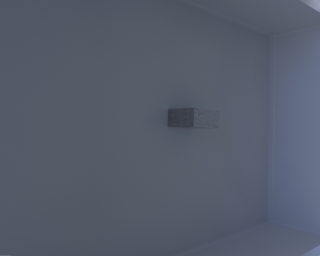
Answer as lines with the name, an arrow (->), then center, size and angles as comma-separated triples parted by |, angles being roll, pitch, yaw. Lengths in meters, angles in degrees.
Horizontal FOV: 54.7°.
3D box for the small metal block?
small metal block -> 0.047, -0.013, 0.432 | 0.050, 0.050, 0.025 | 3, 88, -40
